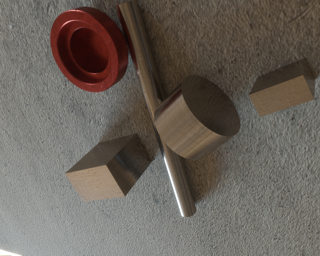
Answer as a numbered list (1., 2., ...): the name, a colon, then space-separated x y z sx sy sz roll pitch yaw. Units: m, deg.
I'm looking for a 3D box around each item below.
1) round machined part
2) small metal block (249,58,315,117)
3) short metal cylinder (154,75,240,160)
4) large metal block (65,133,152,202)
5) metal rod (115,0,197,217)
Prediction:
1. round machined part: -0.080 -0.096 0.375 0.098 0.042 0.097 15 126 22
2. small metal block: 0.120 -0.040 0.302 0.050 0.050 0.025 -21 108 35
3. short metal cylinder: 0.041 -0.011 0.342 0.080 0.080 0.050 44 129 -2
4. large metal block: -0.071 0.056 0.442 0.080 0.080 0.050 -15 111 34
5. metal rod: 0.002 -0.007 0.399 0.025 0.025 0.298 -3 117 29
